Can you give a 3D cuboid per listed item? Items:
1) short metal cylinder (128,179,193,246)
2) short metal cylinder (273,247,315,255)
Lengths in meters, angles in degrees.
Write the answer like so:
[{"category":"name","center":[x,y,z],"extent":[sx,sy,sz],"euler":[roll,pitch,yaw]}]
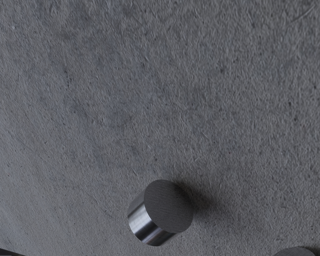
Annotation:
[{"category":"short metal cylinder","center":[0.001,0.122,0.446],"extent":[0.080,0.080,0.050],"euler":[40,129,0]},{"category":"short metal cylinder","center":[0.180,0.204,0.403],"extent":[0.080,0.080,0.050],"euler":[-30,102,38]}]
